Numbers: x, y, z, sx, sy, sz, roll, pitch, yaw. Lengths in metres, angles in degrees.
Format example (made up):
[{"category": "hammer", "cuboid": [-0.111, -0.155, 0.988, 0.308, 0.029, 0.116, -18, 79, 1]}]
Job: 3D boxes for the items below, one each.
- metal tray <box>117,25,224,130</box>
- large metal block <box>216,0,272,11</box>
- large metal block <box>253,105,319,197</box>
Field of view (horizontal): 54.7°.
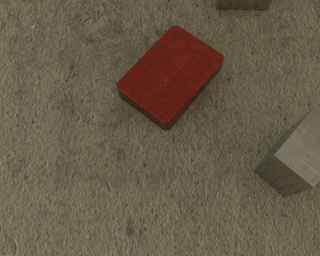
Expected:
[{"category": "metal tray", "cuboid": [0.015, -0.072, 0.432, 0.090, 0.030, 0.130, 37, 74, 12]}, {"category": "large metal block", "cuboid": [0.130, -0.232, 0.481, 0.081, 0.050, 0.080, 1, 70, 0]}, {"category": "large metal block", "cuboid": [0.166, 0.031, 0.369, 0.050, 0.080, 0.080, 42, 75, 13]}]
